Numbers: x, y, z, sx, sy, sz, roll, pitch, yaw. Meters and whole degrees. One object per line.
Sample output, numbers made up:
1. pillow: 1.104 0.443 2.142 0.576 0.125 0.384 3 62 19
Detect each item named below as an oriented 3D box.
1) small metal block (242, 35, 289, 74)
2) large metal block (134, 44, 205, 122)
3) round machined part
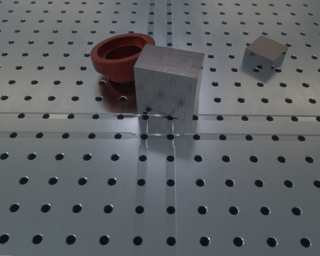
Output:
1. small metal block: 0.174 -0.122 0.512 0.050 0.025 0.050 34 58 25
2. large metal block: 0.013 -0.061 0.423 0.080 0.080 0.050 12 51 9
3. round machined part: -0.053 -0.105 0.475 0.098 0.042 0.098 -7 40 6
